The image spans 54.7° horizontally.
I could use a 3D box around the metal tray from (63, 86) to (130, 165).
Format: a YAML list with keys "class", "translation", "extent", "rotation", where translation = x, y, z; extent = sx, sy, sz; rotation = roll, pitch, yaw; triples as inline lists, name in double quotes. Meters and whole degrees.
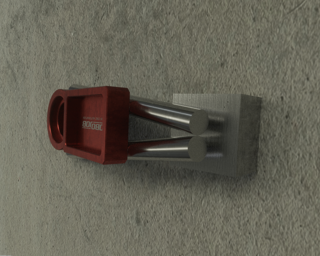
- class: "metal tray"
  translation: [-0.088, -0.006, 0.406]
  extent: [0.130, 0.030, 0.089]
  rotation: [5, 93, 52]

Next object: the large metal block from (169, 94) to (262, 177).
- class: "large metal block"
  translation: [0.059, 0.004, 0.338]
  extent: [0.080, 0.050, 0.079]
  rotation: [5, 93, 39]

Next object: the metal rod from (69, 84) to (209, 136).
- class: "metal rod"
  translation: [-0.053, -0.033, 0.406]
  extent: [0.300, 0.025, 0.025]
  rotation: [18, 101, 51]

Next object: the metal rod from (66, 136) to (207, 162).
- class: "metal rod"
  translation: [-0.056, 0.029, 0.409]
  extent: [0.299, 0.025, 0.025]
  rotation: [-6, 86, 52]

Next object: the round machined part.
- class: "round machined part"
  translation: [-0.146, -0.013, 0.505]
  extent: [0.098, 0.042, 0.097]
  rotation: [-1, 89, 50]
